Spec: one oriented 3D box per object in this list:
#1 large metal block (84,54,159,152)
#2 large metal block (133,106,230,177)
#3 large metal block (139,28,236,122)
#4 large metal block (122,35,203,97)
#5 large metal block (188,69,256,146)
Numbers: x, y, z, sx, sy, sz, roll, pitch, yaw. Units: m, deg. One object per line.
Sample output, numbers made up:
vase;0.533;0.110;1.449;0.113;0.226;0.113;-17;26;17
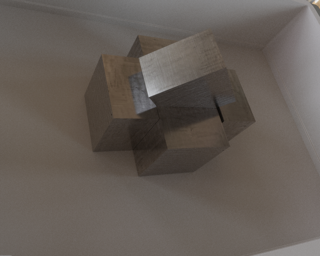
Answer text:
large metal block;-0.048;-0.026;0.359;0.050;0.080;0.080;0;62;-28
large metal block;0.021;0.017;0.369;0.081;0.080;0.050;0;62;-28
large metal block;0.033;-0.053;0.346;0.080;0.080;0.050;45;27;-62
large metal block;-0.002;-0.071;0.411;0.081;0.080;0.050;0;62;-28
large metal block;0.071;-0.024;0.419;0.050;0.080;0.080;0;62;-29
